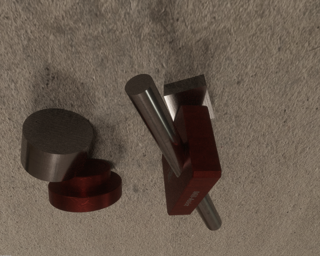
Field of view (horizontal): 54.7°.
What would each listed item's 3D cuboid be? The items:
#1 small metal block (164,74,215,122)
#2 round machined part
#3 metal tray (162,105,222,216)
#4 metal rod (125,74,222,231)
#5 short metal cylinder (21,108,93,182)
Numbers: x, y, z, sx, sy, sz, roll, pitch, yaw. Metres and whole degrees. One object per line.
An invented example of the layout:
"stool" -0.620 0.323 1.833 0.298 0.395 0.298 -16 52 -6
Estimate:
"small metal block" 0.036 -0.033 0.380 0.050 0.025 0.050 -14 129 11
"round machined part" -0.102 0.073 0.428 0.099 0.098 0.042 1 104 -1
"metal tray" 0.032 0.044 0.378 0.030 0.090 0.129 1 147 -11
"metal rod" 0.032 0.054 0.367 0.025 0.025 0.299 -16 137 12
"short metal cylinder" -0.129 0.020 0.386 0.081 0.080 0.050 14 129 -12
